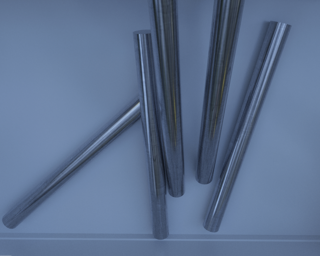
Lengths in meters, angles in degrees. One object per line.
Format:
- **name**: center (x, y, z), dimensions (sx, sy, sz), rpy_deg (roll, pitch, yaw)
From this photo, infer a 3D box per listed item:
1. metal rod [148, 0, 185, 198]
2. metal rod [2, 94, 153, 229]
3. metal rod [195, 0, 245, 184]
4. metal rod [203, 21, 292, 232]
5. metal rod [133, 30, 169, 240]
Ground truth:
- **metal rod**: center (0.012, -0.017, 0.343), dimensions (0.025, 0.025, 0.298), rpy_deg (-5, 134, 2)
- **metal rod**: center (-0.111, 0.045, 0.426), dimensions (0.300, 0.025, 0.025), rpy_deg (-40, 106, 13)
- **metal rod**: center (0.060, -0.034, 0.332), dimensions (0.025, 0.025, 0.298), rpy_deg (-1, 136, 0)
- **metal rod**: center (0.110, 0.012, 0.416), dimensions (0.025, 0.025, 0.298), rpy_deg (12, 110, -5)
- **metal rod**: center (-0.008, 0.028, 0.402), dimensions (0.025, 0.025, 0.298), rpy_deg (-3, 117, 1)
